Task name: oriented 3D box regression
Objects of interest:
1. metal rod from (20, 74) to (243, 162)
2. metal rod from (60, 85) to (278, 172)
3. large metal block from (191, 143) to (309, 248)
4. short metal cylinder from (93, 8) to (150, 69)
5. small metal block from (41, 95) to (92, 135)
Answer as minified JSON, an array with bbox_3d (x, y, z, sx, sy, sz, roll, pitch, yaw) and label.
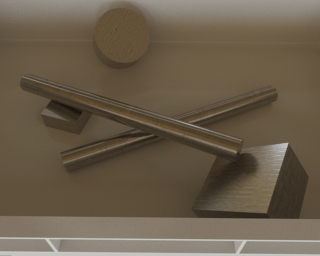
[{"bbox_3d":[-0.051,-0.020,0.371,0.301,0.025,0.025,18,52,23],"label":"metal rod"},{"bbox_3d":[0.024,-0.004,0.408,0.302,0.025,0.025,-18,53,-15],"label":"metal rod"},{"bbox_3d":[0.091,0.065,0.309,0.080,0.050,0.080,-12,34,46],"label":"large metal block"},{"bbox_3d":[-0.061,-0.135,0.475,0.081,0.050,0.079,0,90,-16],"label":"short metal cylinder"},{"bbox_3d":[-0.124,-0.023,0.423,0.050,0.025,0.050,14,51,11],"label":"small metal block"}]
